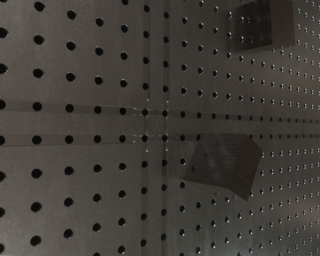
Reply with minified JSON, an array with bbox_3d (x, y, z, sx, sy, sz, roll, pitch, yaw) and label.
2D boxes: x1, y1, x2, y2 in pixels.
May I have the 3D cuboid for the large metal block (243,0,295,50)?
[{"bbox_3d":[0.200,-0.187,0.564,0.081,0.050,0.079,-11,97,-40],"label":"large metal block"}]

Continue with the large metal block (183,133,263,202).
[{"bbox_3d":[0.092,0.054,0.453,0.050,0.080,0.080,36,68,-35],"label":"large metal block"}]
